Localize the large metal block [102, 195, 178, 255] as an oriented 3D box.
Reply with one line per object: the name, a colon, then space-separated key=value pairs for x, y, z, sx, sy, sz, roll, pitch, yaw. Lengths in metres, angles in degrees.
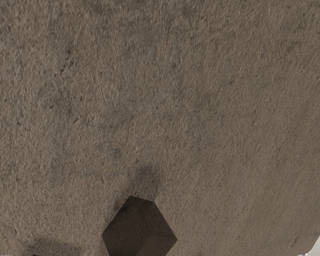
large metal block: x=-0.033 y=0.160 z=0.454 sx=0.050 sy=0.080 sz=0.080 roll=26 pitch=104 yaw=-38
